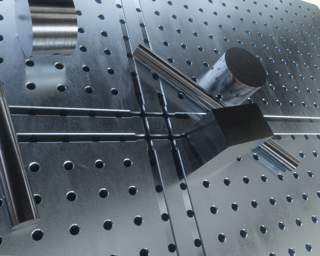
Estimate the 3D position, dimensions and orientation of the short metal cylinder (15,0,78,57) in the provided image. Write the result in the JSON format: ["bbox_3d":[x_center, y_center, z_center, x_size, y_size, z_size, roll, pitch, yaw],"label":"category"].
[{"bbox_3d":[-0.139,-0.128,0.376,0.050,0.080,0.080,-12,68,-33],"label":"short metal cylinder"}]

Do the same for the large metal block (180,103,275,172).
[{"bbox_3d":[0.087,0.012,0.412,0.081,0.080,0.050,-9,67,-32],"label":"large metal block"}]

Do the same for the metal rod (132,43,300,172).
[{"bbox_3d":[0.087,-0.029,0.472,0.301,0.025,0.025,36,51,-5],"label":"metal rod"}]

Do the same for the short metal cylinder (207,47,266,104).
[{"bbox_3d":[0.127,-0.086,0.513,0.081,0.050,0.080,14,56,-21],"label":"short metal cylinder"}]

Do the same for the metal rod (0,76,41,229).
[{"bbox_3d":[-0.182,-0.040,0.334,0.025,0.025,0.299,-12,68,-33],"label":"metal rod"}]
